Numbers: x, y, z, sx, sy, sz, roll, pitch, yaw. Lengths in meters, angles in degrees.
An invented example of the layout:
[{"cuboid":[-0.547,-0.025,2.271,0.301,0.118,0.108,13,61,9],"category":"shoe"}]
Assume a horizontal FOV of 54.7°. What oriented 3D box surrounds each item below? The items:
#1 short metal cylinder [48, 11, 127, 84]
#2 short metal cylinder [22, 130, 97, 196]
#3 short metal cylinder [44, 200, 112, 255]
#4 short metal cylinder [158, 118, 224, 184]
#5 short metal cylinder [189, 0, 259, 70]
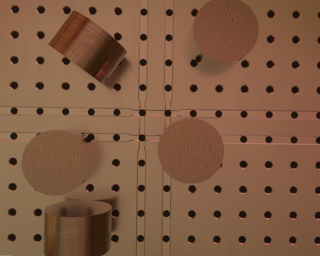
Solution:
[{"cuboid":[-0.089,-0.098,0.385,0.080,0.080,0.050,36,90,-1],"category":"short metal cylinder"},{"cuboid":[-0.127,0.042,0.399,0.081,0.050,0.079,0,90,-1],"category":"short metal cylinder"},{"cuboid":[-0.101,0.124,0.385,0.081,0.080,0.050,1,90,-1],"category":"short metal cylinder"},{"cuboid":[0.038,0.028,0.401,0.081,0.050,0.079,0,90,-1],"category":"short metal cylinder"},{"cuboid":[0.080,-0.120,0.402,0.081,0.050,0.079,0,90,-1],"category":"short metal cylinder"}]
